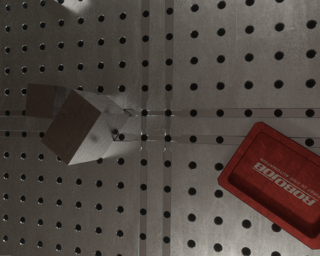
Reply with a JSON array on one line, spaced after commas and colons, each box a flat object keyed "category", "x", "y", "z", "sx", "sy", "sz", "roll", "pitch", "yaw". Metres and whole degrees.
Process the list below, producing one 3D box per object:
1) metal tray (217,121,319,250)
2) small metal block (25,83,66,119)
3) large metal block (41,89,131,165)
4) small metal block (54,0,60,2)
[{"category": "metal tray", "x": 0.146, "y": 0.062, "z": 0.358, "sx": 0.130, "sy": 0.030, "sz": 0.090, "roll": 34, "pitch": 101, "yaw": 16}, {"category": "small metal block", "x": -0.175, "y": -0.040, "z": 0.472, "sx": 0.050, "sy": 0.025, "sz": 0.050, "roll": 7, "pitch": 92, "yaw": 19}, {"category": "large metal block", "x": -0.096, "y": -0.001, "z": 0.416, "sx": 0.050, "sy": 0.080, "sz": 0.080, "roll": 38, "pitch": 102, "yaw": 16}, {"category": "small metal block", "x": -0.169, "y": -0.222, "z": 0.457, "sx": 0.025, "sy": 0.050, "sz": 0.050, "roll": -33, "pitch": 80, "yaw": 17}]
